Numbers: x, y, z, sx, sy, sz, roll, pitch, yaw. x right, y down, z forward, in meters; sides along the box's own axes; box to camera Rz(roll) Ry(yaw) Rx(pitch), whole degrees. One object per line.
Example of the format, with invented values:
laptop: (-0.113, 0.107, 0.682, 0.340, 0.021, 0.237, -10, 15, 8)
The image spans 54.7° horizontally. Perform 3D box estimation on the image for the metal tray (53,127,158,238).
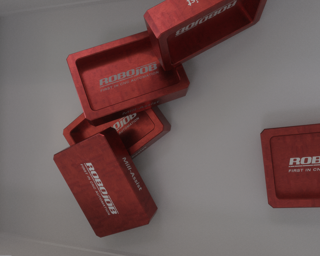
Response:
metal tray: (-0.072, 0.074, 0.410, 0.090, 0.030, 0.130, -24, 97, 25)

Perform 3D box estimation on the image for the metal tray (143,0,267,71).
metal tray: (0.052, -0.120, 0.337, 0.130, 0.090, 0.030, -28, 77, -1)

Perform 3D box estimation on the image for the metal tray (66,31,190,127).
metal tray: (-0.039, -0.066, 0.389, 0.131, 0.030, 0.090, -19, 77, -6)

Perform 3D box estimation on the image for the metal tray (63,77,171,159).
metal tray: (-0.062, 0.003, 0.429, 0.130, 0.030, 0.090, -38, 78, 16)

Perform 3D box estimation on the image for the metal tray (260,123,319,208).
metal tray: (0.184, 0.039, 0.342, 0.130, 0.030, 0.089, -6, 88, 19)
